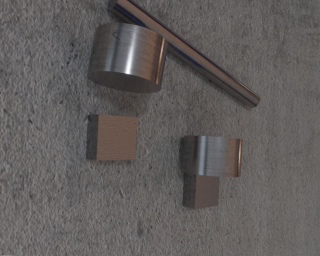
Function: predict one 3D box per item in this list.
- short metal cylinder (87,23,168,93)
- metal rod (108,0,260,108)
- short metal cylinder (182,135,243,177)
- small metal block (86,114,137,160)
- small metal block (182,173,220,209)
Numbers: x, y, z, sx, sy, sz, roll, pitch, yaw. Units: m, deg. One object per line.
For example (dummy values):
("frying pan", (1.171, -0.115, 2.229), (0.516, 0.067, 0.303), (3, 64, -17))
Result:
("short metal cylinder", (-0.035, -0.073, 0.339), (0.081, 0.080, 0.050), (14, 81, -39))
("metal rod", (0.055, -0.098, 0.450), (0.302, 0.025, 0.025), (25, 74, -37))
("short metal cylinder", (0.072, 0.038, 0.429), (0.081, 0.080, 0.050), (7, 86, -40))
("small metal block", (-0.056, 0.011, 0.358), (0.050, 0.025, 0.050), (4, 88, -40))
("small metal block", (0.061, 0.089, 0.456), (0.050, 0.025, 0.050), (5, 87, -40))
